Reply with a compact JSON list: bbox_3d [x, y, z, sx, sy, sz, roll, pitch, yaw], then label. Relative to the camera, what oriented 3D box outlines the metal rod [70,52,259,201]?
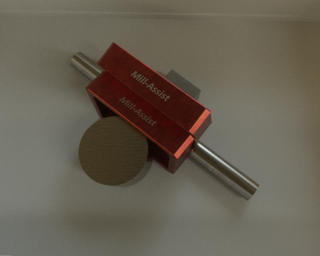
[{"bbox_3d":[-0.002,-0.009,0.413,0.300,0.025,0.025,37,74,12],"label":"metal rod"}]

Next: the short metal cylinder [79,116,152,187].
[{"bbox_3d":[-0.051,0.031,0.377,0.080,0.050,0.080,-1,77,5],"label":"short metal cylinder"}]

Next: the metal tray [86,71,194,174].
[{"bbox_3d":[-0.024,-0.003,0.375,0.130,0.090,0.030,37,74,12],"label":"metal tray"}]

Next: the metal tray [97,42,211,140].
[{"bbox_3d":[-0.002,-0.039,0.361,0.130,0.090,0.030,37,91,12],"label":"metal tray"}]

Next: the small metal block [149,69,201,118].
[{"bbox_3d":[0.019,-0.044,0.424,0.050,0.025,0.050,39,74,12],"label":"small metal block"}]
